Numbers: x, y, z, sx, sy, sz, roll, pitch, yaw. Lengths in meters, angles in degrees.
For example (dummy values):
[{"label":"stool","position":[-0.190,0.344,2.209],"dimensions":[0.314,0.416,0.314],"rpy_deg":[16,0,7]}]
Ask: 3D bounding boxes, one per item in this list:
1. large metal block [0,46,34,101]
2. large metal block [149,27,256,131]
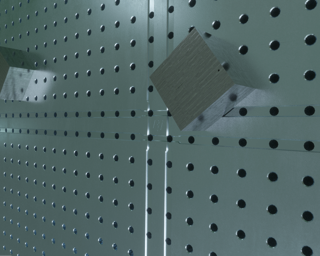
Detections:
[{"label":"large metal block","position":[-0.320,-0.116,0.660],"dimensions":[0.080,0.050,0.080],"rpy_deg":[48,118,29]},{"label":"large metal block","position":[0.046,-0.052,0.356],"dimensions":[0.080,0.050,0.080],"rpy_deg":[-43,64,31]}]
